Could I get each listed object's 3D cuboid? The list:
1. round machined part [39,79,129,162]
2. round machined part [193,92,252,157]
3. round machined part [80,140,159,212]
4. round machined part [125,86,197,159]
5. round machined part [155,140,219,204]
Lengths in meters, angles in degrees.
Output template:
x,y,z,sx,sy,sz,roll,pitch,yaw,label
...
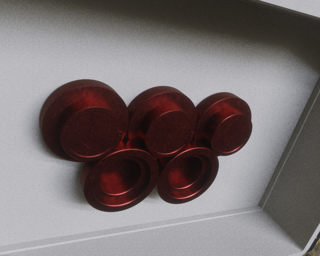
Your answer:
x,y,z,sx,sy,sz,roll,pitch,yaw,label
-0.081,-0.002,0.349,0.099,0.042,0.097,-14,124,-22,round machined part
0.092,0.001,0.445,0.099,0.042,0.097,-13,123,-21,round machined part
-0.054,0.057,0.401,0.099,0.042,0.097,-14,124,-21,round machined part
0.005,-0.001,0.397,0.099,0.042,0.097,-13,123,-21,round machined part
0.032,0.059,0.449,0.099,0.042,0.097,-14,124,-21,round machined part
